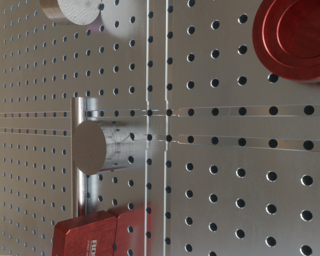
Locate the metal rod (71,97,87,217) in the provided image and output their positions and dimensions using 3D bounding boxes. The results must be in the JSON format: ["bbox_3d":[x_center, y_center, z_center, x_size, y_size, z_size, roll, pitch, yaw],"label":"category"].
[{"bbox_3d":[-0.136,0.099,0.521,0.025,0.025,0.298,-1,89,40],"label":"metal rod"}]

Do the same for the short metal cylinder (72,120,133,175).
[{"bbox_3d":[-0.087,0.028,0.465,0.080,0.050,0.080,0,90,40],"label":"short metal cylinder"}]

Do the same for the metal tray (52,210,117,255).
[{"bbox_3d":[-0.114,0.197,0.461,0.030,0.091,0.129,12,98,39],"label":"metal tray"}]

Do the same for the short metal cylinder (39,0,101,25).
[{"bbox_3d":[-0.141,-0.205,0.490,0.050,0.081,0.079,15,99,39],"label":"short metal cylinder"}]

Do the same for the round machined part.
[{"bbox_3d":[0.140,-0.090,0.283,0.098,0.042,0.097,0,90,40],"label":"round machined part"}]
